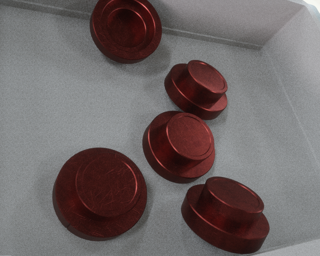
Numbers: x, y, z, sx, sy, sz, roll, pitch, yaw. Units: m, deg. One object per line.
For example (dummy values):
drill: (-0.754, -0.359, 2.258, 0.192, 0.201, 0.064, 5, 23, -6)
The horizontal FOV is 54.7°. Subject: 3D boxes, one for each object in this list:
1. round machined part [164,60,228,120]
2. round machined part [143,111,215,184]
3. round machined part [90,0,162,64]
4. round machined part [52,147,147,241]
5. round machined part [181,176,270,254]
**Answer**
round machined part: (0.059, -0.062, 0.454, 0.099, 0.042, 0.098, 20, 42, -19)
round machined part: (0.031, 0.019, 0.401, 0.099, 0.042, 0.098, 14, 56, -21)
round machined part: (-0.050, -0.138, 0.439, 0.099, 0.042, 0.097, 2, 84, -24)
round machined part: (-0.058, 0.064, 0.325, 0.099, 0.042, 0.098, 14, 56, -21)
round machined part: (0.077, 0.091, 0.351, 0.099, 0.042, 0.098, 17, 18, -6)
